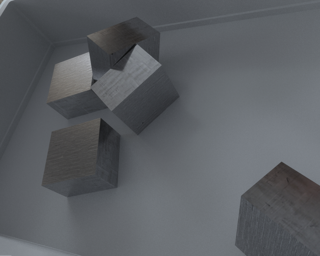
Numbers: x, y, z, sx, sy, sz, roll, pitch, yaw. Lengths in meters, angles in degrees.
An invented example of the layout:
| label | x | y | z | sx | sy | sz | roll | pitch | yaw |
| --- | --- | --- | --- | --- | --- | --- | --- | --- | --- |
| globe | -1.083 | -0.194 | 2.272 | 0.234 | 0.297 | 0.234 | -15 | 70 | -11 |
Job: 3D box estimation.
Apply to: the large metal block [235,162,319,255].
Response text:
| label | x | y | z | sx | sy | sz | roll | pitch | yaw |
| --- | --- | --- | --- | --- | --- | --- | --- | --- | --- |
| large metal block | 0.111 | 0.088 | 0.249 | 0.050 | 0.080 | 0.080 | -32 | 47 | -24 |

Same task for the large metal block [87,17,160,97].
| label | x | y | z | sx | sy | sz | roll | pitch | yaw |
| --- | --- | --- | --- | --- | --- | --- | --- | --- | --- |
| large metal block | -0.048 | -0.095 | 0.431 | 0.081 | 0.080 | 0.050 | -32 | 58 | -27 |

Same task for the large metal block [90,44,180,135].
| label | x | y | z | sx | sy | sz | roll | pitch | yaw |
| --- | --- | --- | --- | --- | --- | --- | --- | --- | --- |
| large metal block | -0.030 | -0.047 | 0.409 | 0.080 | 0.080 | 0.050 | -43 | 61 | -2 |

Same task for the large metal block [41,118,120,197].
| label | x | y | z | sx | sy | sz | roll | pitch | yaw |
| --- | --- | --- | --- | --- | --- | --- | --- | --- | --- |
| large metal block | -0.103 | 0.041 | 0.417 | 0.080 | 0.050 | 0.080 | -14 | 56 | 20 |

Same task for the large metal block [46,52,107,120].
| label | x | y | z | sx | sy | sz | roll | pitch | yaw |
| --- | --- | --- | --- | --- | --- | --- | --- | --- | --- |
| large metal block | -0.126 | -0.068 | 0.495 | 0.080 | 0.050 | 0.080 | -14 | 56 | 20 |
